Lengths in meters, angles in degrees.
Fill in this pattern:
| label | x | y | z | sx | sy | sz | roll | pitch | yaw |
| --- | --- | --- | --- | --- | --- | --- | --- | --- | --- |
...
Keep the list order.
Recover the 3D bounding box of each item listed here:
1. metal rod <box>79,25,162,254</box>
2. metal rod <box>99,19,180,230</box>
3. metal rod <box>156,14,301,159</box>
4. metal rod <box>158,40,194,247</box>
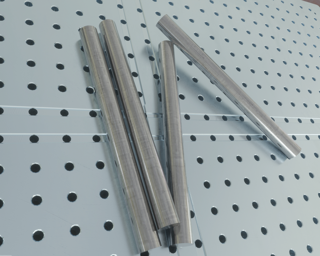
| label | x | y | z | sx | sy | sz | roll | pitch | yaw |
| --- | --- | --- | --- | --- | --- | --- | --- | --- | --- |
| metal rod | -0.055 | -0.004 | 0.380 | 0.025 | 0.025 | 0.299 | -5 | 64 | -31 |
| metal rod | -0.034 | -0.023 | 0.394 | 0.025 | 0.025 | 0.299 | -3 | 61 | -30 |
| metal rod | 0.110 | -0.064 | 0.492 | 0.300 | 0.025 | 0.025 | 44 | 51 | -3 |
| metal rod | 0.017 | 0.000 | 0.416 | 0.025 | 0.025 | 0.299 | 11 | 57 | -23 |
